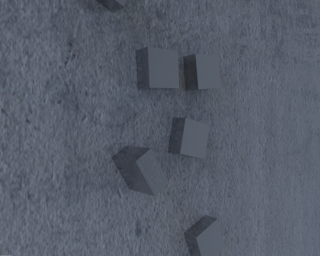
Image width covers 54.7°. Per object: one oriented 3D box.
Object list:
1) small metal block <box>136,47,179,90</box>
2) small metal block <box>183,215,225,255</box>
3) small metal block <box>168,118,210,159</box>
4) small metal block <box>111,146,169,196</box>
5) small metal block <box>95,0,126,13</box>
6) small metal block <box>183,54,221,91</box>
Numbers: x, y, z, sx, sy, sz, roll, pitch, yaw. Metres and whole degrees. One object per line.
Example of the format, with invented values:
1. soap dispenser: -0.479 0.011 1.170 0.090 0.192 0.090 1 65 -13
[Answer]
1. small metal block: -0.003 -0.076 0.404 0.050 0.025 0.050 -5 93 -40
2. small metal block: 0.067 0.168 0.464 0.050 0.025 0.050 -27 107 -37
3. small metal block: 0.042 0.015 0.442 0.050 0.025 0.050 16 80 -39
4. small metal block: -0.024 0.050 0.370 0.025 0.050 0.050 -40 115 -33
5. small metal block: -0.060 -0.171 0.355 0.050 0.025 0.050 26 74 -37
6. small metal block: 0.063 -0.082 0.460 0.050 0.025 0.050 -9 96 -40
